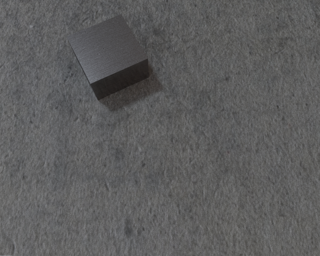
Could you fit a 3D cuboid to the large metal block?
[{"bbox_3d":[-0.070,-0.098,0.430,0.080,0.050,0.080,-26,72,-10],"label":"large metal block"}]
